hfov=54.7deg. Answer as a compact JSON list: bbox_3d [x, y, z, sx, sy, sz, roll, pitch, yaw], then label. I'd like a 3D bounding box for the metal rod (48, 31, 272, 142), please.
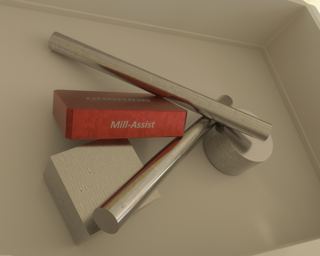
[{"bbox_3d":[0.000,-0.054,0.400,0.301,0.025,0.025,24,52,1],"label":"metal rod"}]

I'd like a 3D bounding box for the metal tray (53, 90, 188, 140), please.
[{"bbox_3d":[-0.047,-0.017,0.351,0.131,0.030,0.090,-1,18,-27],"label":"metal tray"}]

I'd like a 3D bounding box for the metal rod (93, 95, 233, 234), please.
[{"bbox_3d":[0.029,0.017,0.364,0.025,0.025,0.302,47,37,4],"label":"metal rod"}]

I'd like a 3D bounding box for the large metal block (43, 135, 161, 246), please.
[{"bbox_3d":[-0.060,0.059,0.316,0.081,0.050,0.080,-21,73,-36],"label":"large metal block"}]

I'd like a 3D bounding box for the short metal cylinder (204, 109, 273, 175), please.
[{"bbox_3d":[0.109,0.020,0.435,0.081,0.050,0.080,14,56,-21],"label":"short metal cylinder"}]
